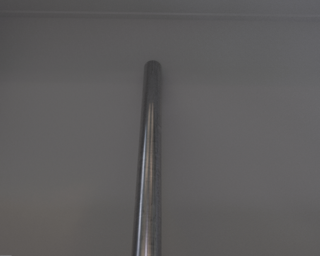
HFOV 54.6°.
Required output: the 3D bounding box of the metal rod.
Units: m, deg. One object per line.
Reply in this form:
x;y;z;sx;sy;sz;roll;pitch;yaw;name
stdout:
-0.011;0.021;0.338;0.025;0.025;0.300;0;46;0;metal rod
